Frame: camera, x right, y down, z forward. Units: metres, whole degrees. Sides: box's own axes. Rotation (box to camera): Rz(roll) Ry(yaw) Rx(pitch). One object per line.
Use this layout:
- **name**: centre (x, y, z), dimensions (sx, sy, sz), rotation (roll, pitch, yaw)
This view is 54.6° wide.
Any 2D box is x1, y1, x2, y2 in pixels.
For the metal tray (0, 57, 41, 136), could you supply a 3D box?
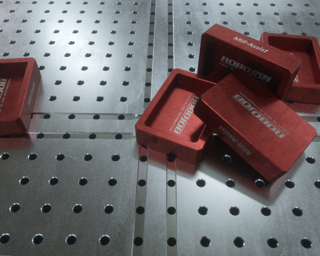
- **metal tray**: centre (-0.230, -0.047, 0.442), dimensions (0.091, 0.030, 0.130), rotation (-4, 50, -4)

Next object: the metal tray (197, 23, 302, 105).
- **metal tray**: centre (0.116, -0.079, 0.432), dimensions (0.130, 0.090, 0.030), rotation (32, 57, 24)

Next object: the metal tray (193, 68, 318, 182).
- **metal tray**: centre (0.118, -0.008, 0.387), dimensions (0.130, 0.030, 0.091), rotation (44, 57, 14)

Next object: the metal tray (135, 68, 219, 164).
- **metal tray**: centre (0.035, -0.022, 0.422), dimensions (0.090, 0.030, 0.130), rotation (20, 53, 16)

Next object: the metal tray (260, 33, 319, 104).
- **metal tray**: centre (0.206, -0.098, 0.487), dimensions (0.090, 0.030, 0.130), rotation (7, 50, 5)
